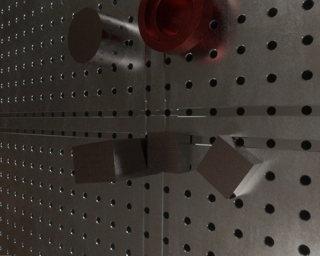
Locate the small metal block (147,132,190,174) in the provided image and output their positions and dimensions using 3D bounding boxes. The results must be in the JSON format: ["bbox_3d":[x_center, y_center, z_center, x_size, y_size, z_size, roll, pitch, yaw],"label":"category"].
[{"bbox_3d":[0.011,0.030,0.399,0.050,0.025,0.050,1,91,39],"label":"small metal block"}]

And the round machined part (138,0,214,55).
[{"bbox_3d":[0.023,-0.139,0.378,0.098,0.042,0.097,0,90,39],"label":"round machined part"}]

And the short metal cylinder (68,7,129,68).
[{"bbox_3d":[-0.094,-0.134,0.468,0.080,0.050,0.079,0,91,39],"label":"short metal cylinder"}]

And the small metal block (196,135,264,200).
[{"bbox_3d":[0.076,0.043,0.345,0.050,0.025,0.050,43,116,31],"label":"small metal block"}]

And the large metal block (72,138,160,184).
[{"bbox_3d":[-0.059,0.044,0.420,0.080,0.081,0.050,-11,83,39],"label":"large metal block"}]
